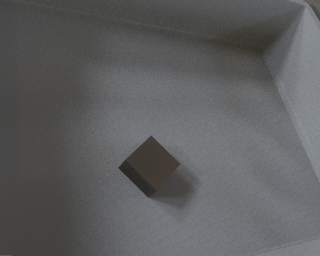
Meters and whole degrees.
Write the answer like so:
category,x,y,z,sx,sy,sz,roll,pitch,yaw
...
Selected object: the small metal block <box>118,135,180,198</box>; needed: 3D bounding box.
category,x,y,z,sx,sy,sz,roll,pitch,yaw
small metal block,-0.012,0.046,0.372,0.050,0.025,0.050,45,51,2
